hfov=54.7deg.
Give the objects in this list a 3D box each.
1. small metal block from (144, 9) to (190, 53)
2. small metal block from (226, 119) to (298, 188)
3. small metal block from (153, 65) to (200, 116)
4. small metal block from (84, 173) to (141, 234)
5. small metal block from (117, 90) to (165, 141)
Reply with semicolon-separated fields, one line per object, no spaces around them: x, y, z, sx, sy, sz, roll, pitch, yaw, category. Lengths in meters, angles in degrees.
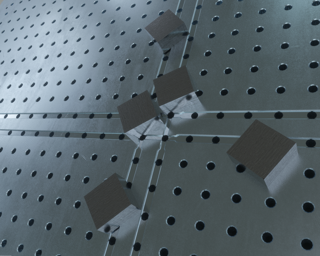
0.011;-0.156;0.497;0.050;0.025;0.050;-37;51;3;small metal block
0.110;0.026;0.334;0.050;0.025;0.050;-47;52;-5;small metal block
0.022;-0.052;0.427;0.050;0.025;0.050;-23;54;14;small metal block
-0.059;0.092;0.381;0.050;0.025;0.050;-38;51;2;small metal block
-0.027;-0.017;0.432;0.050;0.025;0.050;-28;52;10;small metal block
